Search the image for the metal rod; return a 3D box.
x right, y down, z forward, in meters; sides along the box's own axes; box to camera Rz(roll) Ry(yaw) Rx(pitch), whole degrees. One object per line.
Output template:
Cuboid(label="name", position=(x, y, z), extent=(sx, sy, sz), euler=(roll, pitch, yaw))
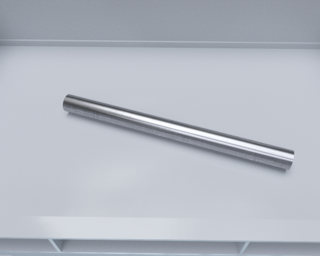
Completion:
Cuboid(label="metal rod", position=(0.014, 0.002, 0.402), extent=(0.301, 0.025, 0.025), euler=(15, 52, 12))
